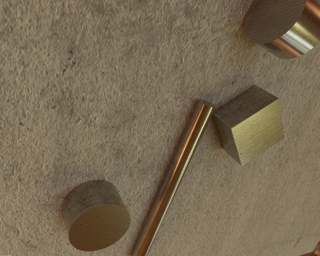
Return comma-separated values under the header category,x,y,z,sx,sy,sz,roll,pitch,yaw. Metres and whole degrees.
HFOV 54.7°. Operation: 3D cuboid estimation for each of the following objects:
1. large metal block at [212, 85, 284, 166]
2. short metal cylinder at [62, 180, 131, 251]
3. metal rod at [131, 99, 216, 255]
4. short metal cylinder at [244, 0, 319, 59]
category,x,y,z,sx,sy,sz,roll,pitch,yaw
large metal block,0.132,-0.004,0.460,0.080,0.050,0.080,-32,129,-8
short metal cylinder,-0.086,0.117,0.416,0.081,0.050,0.079,-14,124,-21
metal rod,0.012,0.096,0.473,0.025,0.025,0.298,8,114,-32
short metal cylinder,0.151,-0.130,0.373,0.050,0.080,0.080,17,109,-35
